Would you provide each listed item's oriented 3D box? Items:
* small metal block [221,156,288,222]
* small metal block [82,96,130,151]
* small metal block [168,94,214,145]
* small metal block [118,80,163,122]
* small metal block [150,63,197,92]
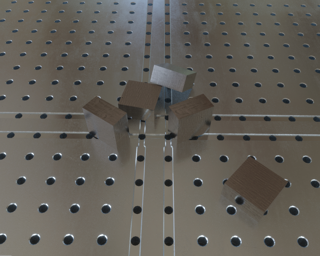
[{"bbox_3d":[0.107,0.068,0.352,0.050,0.025,0.050,36,58,26],"label":"small metal block"},{"bbox_3d":[-0.068,-0.006,0.395,0.050,0.050,0.025,29,56,22],"label":"small metal block"},{"bbox_3d":[0.039,-0.011,0.401,0.050,0.050,0.025,-21,54,-17],"label":"small metal block"},{"bbox_3d":[-0.027,-0.039,0.440,0.050,0.025,0.050,10,51,8],"label":"small metal block"},{"bbox_3d":[0.021,-0.076,0.457,0.050,0.025,0.050,21,21,16],"label":"small metal block"}]
